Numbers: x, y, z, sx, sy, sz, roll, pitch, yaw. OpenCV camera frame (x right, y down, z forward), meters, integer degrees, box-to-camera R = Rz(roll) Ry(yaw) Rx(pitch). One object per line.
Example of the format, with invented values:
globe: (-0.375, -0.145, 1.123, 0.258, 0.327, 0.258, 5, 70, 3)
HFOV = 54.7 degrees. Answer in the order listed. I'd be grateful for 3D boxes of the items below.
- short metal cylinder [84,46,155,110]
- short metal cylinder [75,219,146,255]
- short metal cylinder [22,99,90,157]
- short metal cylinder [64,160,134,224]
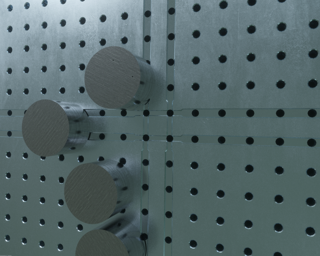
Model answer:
short metal cylinder: (-0.053, -0.065, 0.418, 0.080, 0.050, 0.079, 0, 90, 20)
short metal cylinder: (-0.066, 0.171, 0.423, 0.080, 0.050, 0.079, 0, 90, 20)
short metal cylinder: (-0.151, 0.000, 0.453, 0.080, 0.050, 0.079, 0, 90, 20)
short metal cylinder: (-0.083, 0.086, 0.429, 0.080, 0.050, 0.079, 0, 90, 20)
